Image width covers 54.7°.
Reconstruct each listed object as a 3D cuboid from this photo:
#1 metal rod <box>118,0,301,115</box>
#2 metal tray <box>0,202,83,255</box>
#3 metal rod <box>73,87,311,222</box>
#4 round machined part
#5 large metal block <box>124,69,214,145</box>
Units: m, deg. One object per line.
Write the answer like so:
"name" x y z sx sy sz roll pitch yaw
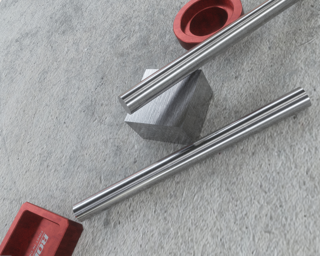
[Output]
"metal rod" 0.079 -0.109 0.381 0.301 0.025 0.025 -35 50 -15
"metal tray" -0.162 0.167 0.380 0.090 0.030 0.130 10 66 32
"metal rod" 0.029 0.036 0.365 0.301 0.025 0.025 -28 52 9
"round machined part" 0.072 -0.145 0.443 0.098 0.042 0.098 -13 56 20
"large metal block" 0.013 -0.028 0.397 0.080 0.050 0.080 7 65 31
